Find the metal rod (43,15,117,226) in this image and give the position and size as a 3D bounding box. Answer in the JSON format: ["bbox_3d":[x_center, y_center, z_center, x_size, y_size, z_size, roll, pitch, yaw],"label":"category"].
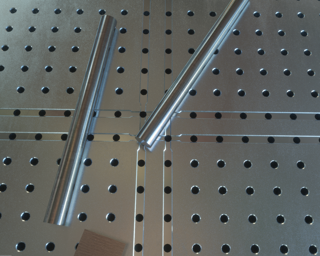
[{"bbox_3d":[-0.102,-0.024,0.419,0.025,0.025,0.299,9,70,3],"label":"metal rod"}]

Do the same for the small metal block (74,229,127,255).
[{"bbox_3d":[-0.071,0.150,0.356,0.050,0.025,0.050,18,71,6],"label":"small metal block"}]

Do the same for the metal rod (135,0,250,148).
[{"bbox_3d":[0.058,-0.100,0.448,0.025,0.025,0.300,31,73,10],"label":"metal rod"}]
